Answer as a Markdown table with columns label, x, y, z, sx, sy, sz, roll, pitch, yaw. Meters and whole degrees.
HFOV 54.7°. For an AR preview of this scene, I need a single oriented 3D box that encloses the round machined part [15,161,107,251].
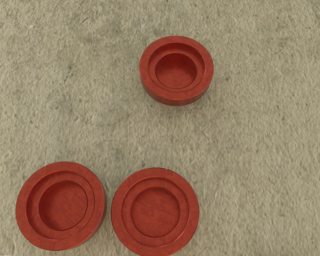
| label | x | y | z | sx | sy | sz | roll | pitch | yaw |
| --- | --- | --- | --- | --- | --- | --- | --- | --- | --- |
| round machined part | -0.111 | 0.092 | 0.364 | 0.099 | 0.042 | 0.098 | 0 | 70 | -1 |

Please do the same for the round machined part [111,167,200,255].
| label | x | y | z | sx | sy | sz | roll | pitch | yaw |
| --- | --- | --- | --- | --- | --- | --- | --- | --- | --- |
| round machined part | -0.005 | 0.098 | 0.363 | 0.099 | 0.042 | 0.098 | 0 | 70 | -1 |

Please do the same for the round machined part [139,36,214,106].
| label | x | y | z | sx | sy | sz | roll | pitch | yaw |
| --- | --- | --- | --- | --- | --- | --- | --- | --- | --- |
| round machined part | 0.022 | -0.074 | 0.427 | 0.099 | 0.042 | 0.098 | 0 | 70 | -1 |
